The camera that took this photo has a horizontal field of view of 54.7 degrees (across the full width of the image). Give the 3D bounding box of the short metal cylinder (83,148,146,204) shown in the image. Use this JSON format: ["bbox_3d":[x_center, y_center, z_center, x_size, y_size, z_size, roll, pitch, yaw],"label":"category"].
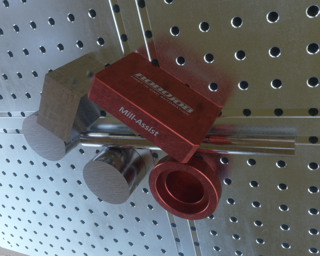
[{"bbox_3d":[-0.069,0.069,0.474,0.080,0.050,0.079,13,124,21],"label":"short metal cylinder"}]

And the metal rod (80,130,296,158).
[{"bbox_3d":[0.017,0.018,0.413,0.300,0.025,0.025,1,119,27],"label":"metal rod"}]

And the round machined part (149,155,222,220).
[{"bbox_3d":[0.037,0.075,0.427,0.098,0.042,0.097,13,124,21],"label":"round machined part"}]

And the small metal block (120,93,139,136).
[{"bbox_3d":[-0.030,-0.025,0.412,0.050,0.025,0.050,43,129,-2],"label":"small metal block"}]

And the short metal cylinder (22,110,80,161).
[{"bbox_3d":[-0.164,0.005,0.484,0.080,0.050,0.079,13,124,21],"label":"short metal cylinder"}]

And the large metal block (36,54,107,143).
[{"bbox_3d":[-0.109,-0.040,0.409,0.050,0.080,0.079,33,129,6],"label":"large metal block"}]

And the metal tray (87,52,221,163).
[{"bbox_3d":[-0.003,-0.028,0.353,0.130,0.090,0.030,35,129,5],"label":"metal tray"}]
